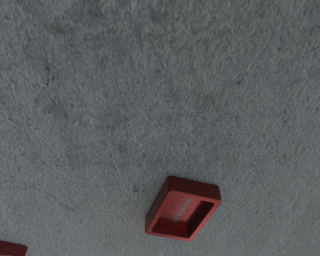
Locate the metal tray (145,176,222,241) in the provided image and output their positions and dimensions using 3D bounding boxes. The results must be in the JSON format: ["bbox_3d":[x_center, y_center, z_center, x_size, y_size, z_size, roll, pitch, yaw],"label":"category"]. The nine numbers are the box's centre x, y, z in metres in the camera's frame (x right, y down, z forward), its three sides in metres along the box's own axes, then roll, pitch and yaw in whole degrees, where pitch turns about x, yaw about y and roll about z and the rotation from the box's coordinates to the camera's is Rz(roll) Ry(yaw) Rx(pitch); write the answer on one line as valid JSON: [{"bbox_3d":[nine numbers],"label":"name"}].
[{"bbox_3d":[0.035,0.140,0.523,0.091,0.030,0.129,14,129,-13],"label":"metal tray"}]

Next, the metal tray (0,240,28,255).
[{"bbox_3d":[-0.333,0.276,0.634,0.091,0.030,0.129,20,127,-17],"label":"metal tray"}]
